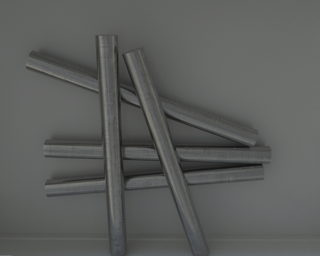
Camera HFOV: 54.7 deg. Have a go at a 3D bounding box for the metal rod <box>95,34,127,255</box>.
[{"bbox_3d":[-0.060,0.037,0.395,0.025,0.025,0.298,0,110,-1],"label":"metal rod"}]

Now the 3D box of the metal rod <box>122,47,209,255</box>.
[{"bbox_3d":[0.014,0.046,0.400,0.025,0.025,0.298,-17,110,6],"label":"metal rod"}]

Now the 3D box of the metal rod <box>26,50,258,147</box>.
[{"bbox_3d":[-0.016,-0.034,0.396,0.302,0.025,0.025,19,109,-8],"label":"metal rod"}]

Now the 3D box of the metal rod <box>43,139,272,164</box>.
[{"bbox_3d":[-0.002,0.032,0.421,0.302,0.025,0.025,2,110,-1],"label":"metal rod"}]

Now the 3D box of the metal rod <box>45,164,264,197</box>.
[{"bbox_3d":[-0.008,0.073,0.437,0.302,0.025,0.025,-5,110,1],"label":"metal rod"}]
